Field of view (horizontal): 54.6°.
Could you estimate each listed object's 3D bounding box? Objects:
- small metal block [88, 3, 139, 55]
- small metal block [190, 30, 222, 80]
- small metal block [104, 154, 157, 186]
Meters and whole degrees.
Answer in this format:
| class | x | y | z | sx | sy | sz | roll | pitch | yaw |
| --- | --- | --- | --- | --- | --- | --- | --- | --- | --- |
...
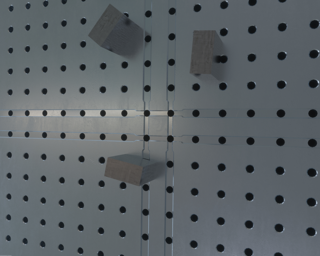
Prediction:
| class | x | y | z | sx | sy | sz | roll | pitch | yaw |
| --- | --- | --- | --- | --- | --- | --- | --- | --- | --- |
| small metal block | -0.062 | -0.132 | 0.422 | 0.025 | 0.050 | 0.050 | 43 | 103 | 15 |
| small metal block | 0.057 | -0.087 | 0.379 | 0.025 | 0.050 | 0.050 | 6 | 92 | 20 |
| small metal block | -0.038 | 0.055 | 0.413 | 0.050 | 0.050 | 0.025 | 12 | 94 | 19 |
